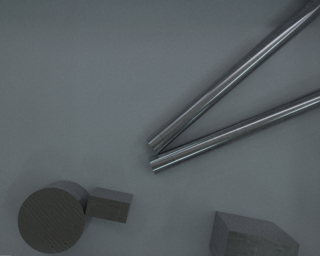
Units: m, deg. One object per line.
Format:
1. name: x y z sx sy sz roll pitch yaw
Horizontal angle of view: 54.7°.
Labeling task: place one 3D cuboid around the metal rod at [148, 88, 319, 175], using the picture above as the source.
1. metal rod: 0.129 -0.006 0.413 0.301 0.025 0.025 -22 90 -1

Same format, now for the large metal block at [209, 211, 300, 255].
1. large metal block: 0.112 0.146 0.386 0.080 0.080 0.050 12 90 -1

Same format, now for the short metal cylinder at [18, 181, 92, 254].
1. short metal cylinder: -0.131 0.112 0.397 0.081 0.050 0.079 0 90 -1

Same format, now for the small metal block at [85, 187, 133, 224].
1. small metal block: -0.063 0.098 0.398 0.050 0.050 0.025 12 90 -1

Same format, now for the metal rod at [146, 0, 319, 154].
1. metal rod: 0.104 -0.073 0.412 0.300 0.025 0.025 -40 91 -1
